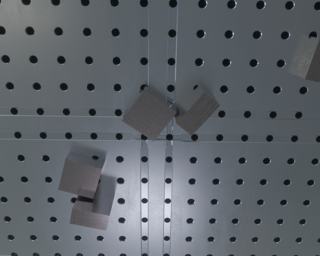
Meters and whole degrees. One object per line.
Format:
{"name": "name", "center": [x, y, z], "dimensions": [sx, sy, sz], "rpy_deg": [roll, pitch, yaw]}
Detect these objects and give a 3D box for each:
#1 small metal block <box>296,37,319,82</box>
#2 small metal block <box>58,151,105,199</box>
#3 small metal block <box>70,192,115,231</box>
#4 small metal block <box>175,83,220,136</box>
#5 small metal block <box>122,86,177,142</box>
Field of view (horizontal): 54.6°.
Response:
{"name": "small metal block", "center": [0.207, -0.082, 0.385], "dimensions": [0.050, 0.025, 0.050], "rpy_deg": [11, 110, -4]}
{"name": "small metal block", "center": [-0.110, 0.066, 0.437], "dimensions": [0.050, 0.025, 0.050], "rpy_deg": [17, 109, -6]}
{"name": "small metal block", "center": [-0.095, 0.115, 0.442], "dimensions": [0.050, 0.050, 0.025], "rpy_deg": [13, 110, -5]}
{"name": "small metal block", "center": [0.045, -0.025, 0.391], "dimensions": [0.025, 0.050, 0.050], "rpy_deg": [38, 106, -13]}
{"name": "small metal block", "center": [-0.014, -0.019, 0.406], "dimensions": [0.050, 0.025, 0.050], "rpy_deg": [34, 106, -12]}
